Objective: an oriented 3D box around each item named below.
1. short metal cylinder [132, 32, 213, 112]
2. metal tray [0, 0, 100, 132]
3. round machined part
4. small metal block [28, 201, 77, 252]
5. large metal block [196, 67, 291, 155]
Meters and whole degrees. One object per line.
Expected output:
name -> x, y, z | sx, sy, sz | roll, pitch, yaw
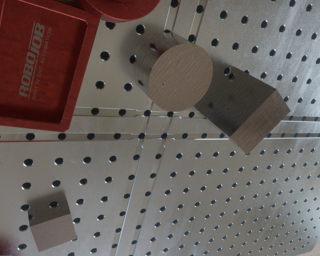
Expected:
short metal cylinder -> 0.014, -0.066, 0.362 | 0.081, 0.050, 0.079 | -14, 124, -21
metal tray -> -0.122, -0.063, 0.302 | 0.091, 0.030, 0.129 | 8, 114, -32
round machined part -> -0.033, -0.146, 0.273 | 0.099, 0.042, 0.097 | -7, 104, -32
small metal block -> -0.143, 0.131, 0.414 | 0.050, 0.025, 0.050 | -15, 125, -20
large metal block -> 0.111, -0.025, 0.421 | 0.080, 0.080, 0.050 | -47, 129, 4
